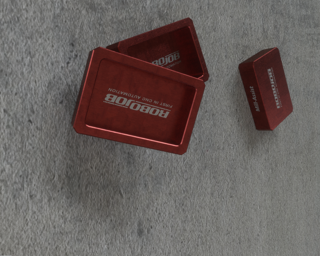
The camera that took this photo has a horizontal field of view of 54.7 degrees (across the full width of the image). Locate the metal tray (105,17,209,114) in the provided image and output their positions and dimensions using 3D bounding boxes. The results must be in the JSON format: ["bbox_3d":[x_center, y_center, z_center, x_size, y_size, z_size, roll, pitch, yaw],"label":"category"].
[{"bbox_3d":[0.003,-0.082,0.402,0.131,0.030,0.090,-32,110,-35],"label":"metal tray"}]

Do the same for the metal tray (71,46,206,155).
[{"bbox_3d":[-0.022,-0.027,0.345,0.131,0.030,0.089,14,94,-22],"label":"metal tray"}]

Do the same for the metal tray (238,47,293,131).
[{"bbox_3d":[0.196,-0.071,0.565,0.091,0.030,0.129,-34,111,-35],"label":"metal tray"}]
